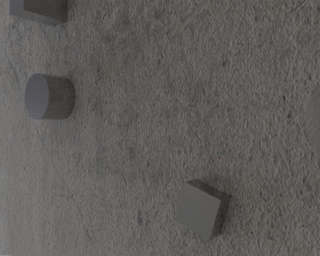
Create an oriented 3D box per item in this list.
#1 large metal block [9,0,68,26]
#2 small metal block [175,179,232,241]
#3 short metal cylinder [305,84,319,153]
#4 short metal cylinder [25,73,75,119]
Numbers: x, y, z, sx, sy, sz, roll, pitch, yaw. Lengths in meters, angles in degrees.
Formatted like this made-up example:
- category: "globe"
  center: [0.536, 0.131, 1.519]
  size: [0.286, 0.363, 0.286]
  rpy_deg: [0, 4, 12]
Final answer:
- category: "large metal block"
  center: [-0.211, -0.232, 0.544]
  size: [0.050, 0.081, 0.079]
  rpy_deg: [5, 93, 40]
- category: "small metal block"
  center: [0.050, 0.094, 0.364]
  size: [0.050, 0.025, 0.050]
  rpy_deg: [22, 104, 38]
- category: "short metal cylinder"
  center: [0.167, -0.008, 0.251]
  size: [0.080, 0.050, 0.079]
  rpy_deg: [0, 90, 40]
- category: "short metal cylinder"
  center: [-0.196, -0.055, 0.551]
  size: [0.080, 0.050, 0.079]
  rpy_deg: [0, 90, 40]
